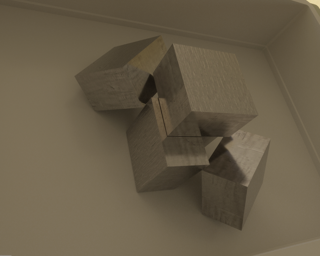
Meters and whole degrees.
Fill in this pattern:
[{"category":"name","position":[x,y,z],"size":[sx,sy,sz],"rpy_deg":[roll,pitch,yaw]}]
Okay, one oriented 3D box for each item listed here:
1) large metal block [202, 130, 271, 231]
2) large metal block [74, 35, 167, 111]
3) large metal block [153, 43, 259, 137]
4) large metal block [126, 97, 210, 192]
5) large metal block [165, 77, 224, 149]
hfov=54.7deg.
[{"category":"large metal block","position":[0.090,0.059,0.371],"size":[0.050,0.080,0.080],"rpy_deg":[18,45,26]},{"category":"large metal block","position":[-0.040,-0.066,0.377],"size":[0.080,0.080,0.050],"rpy_deg":[-51,127,-39]},{"category":"large metal block","position":[0.046,-0.038,0.332],"size":[0.081,0.050,0.080],"rpy_deg":[2,61,-27]},{"category":"large metal block","position":[0.004,0.021,0.358],"size":[0.050,0.080,0.080],"rpy_deg":[1,61,-28]},{"category":"large metal block","position":[0.041,-0.022,0.402],"size":[0.050,0.080,0.080],"rpy_deg":[1,61,-28]}]
